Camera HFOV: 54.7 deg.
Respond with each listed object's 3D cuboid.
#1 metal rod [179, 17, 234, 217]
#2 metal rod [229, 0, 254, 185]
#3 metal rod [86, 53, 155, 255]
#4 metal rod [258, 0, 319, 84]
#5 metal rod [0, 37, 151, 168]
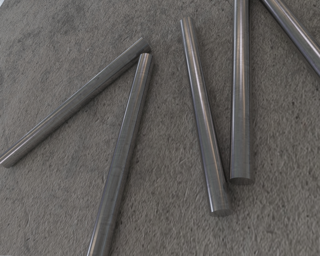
[{"bbox_3d":[0.052,-0.038,0.399,0.025,0.025,0.299,-17,55,18],"label":"metal rod"},{"bbox_3d":[0.104,-0.075,0.395,0.025,0.025,0.300,-6,59,25],"label":"metal rod"},{"bbox_3d":[-0.047,0.024,0.413,0.025,0.025,0.300,-3,60,27],"label":"metal rod"},{"bbox_3d":[0.171,-0.116,0.385,0.025,0.025,0.299,-25,53,13],"label":"metal rod"},{"bbox_3d":[-0.138,-0.040,0.500,0.300,0.025,0.025,-40,51,1],"label":"metal rod"}]
